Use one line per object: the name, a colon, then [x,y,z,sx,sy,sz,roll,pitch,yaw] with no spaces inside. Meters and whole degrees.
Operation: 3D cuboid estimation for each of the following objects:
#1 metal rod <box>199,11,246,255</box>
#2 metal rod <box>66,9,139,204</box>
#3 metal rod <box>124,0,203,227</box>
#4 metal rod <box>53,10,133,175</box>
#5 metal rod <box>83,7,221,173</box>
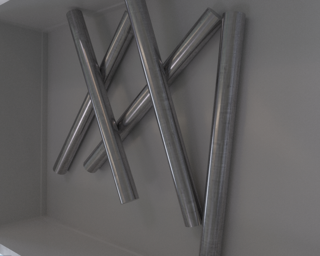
metal rod: [0.068,0.024,0.350,0.025,0.025,0.298,8,95,39]
metal rod: [-0.086,-0.040,0.443,0.025,0.025,0.299,-30,71,36]
metal rod: [0.003,-0.029,0.377,0.025,0.025,0.298,-16,88,39]
metal rod: [-0.109,-0.042,0.496,0.025,0.025,0.298,45,117,30]
metal rod: [-0.024,-0.034,0.426,0.299,0.025,0.025,-47,62,29]
